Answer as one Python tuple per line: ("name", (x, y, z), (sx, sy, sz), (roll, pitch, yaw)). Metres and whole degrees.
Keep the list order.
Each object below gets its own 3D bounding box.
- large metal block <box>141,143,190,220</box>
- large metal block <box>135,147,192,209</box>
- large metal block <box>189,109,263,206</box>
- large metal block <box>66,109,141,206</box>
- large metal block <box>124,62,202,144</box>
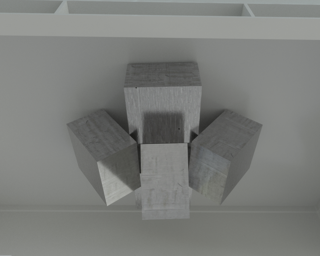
("large metal block", (0.005, 0.059, 0.369), (0.050, 0.080, 0.080), (-1, 86, -1))
("large metal block", (0.005, 0.075, 0.455), (0.081, 0.050, 0.079), (0, 130, -1))
("large metal block", (0.081, 0.036, 0.393), (0.050, 0.080, 0.079), (28, 137, 28))
("large metal block", (-0.070, 0.036, 0.391), (0.050, 0.080, 0.079), (-27, 137, -26))
("large metal block", (0.004, -0.028, 0.363), (0.080, 0.050, 0.079), (-1, 130, 1))
